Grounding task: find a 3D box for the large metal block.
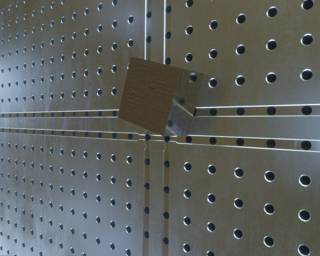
[{"bbox_3d":[0.000,-0.040,0.392,0.080,0.050,0.079,22,104,37],"label":"large metal block"}]
